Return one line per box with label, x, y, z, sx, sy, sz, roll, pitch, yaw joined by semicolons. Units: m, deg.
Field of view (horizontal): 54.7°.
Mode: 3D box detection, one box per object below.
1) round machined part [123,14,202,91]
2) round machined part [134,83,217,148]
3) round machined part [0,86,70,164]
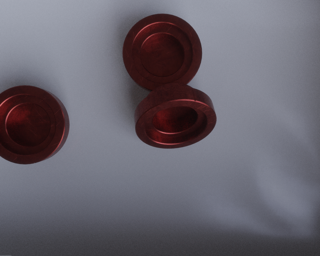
round machined part;0.003;-0.093;0.403;0.099;0.042;0.097;0;90;-1
round machined part;0.017;-0.018;0.385;0.099;0.098;0.042;-8;54;-1
round machined part;-0.166;-0.004;0.401;0.099;0.042;0.097;0;90;-1
